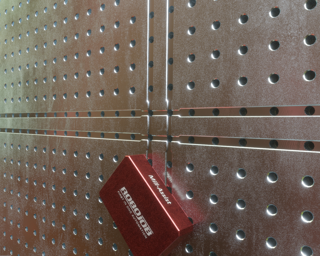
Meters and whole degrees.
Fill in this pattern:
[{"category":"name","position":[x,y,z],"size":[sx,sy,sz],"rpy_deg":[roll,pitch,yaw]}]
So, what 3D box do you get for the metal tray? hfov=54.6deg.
[{"category":"metal tray","position":[-0.024,0.112,0.428],"size":[0.130,0.030,0.090],"rpy_deg":[52,120,27]}]
